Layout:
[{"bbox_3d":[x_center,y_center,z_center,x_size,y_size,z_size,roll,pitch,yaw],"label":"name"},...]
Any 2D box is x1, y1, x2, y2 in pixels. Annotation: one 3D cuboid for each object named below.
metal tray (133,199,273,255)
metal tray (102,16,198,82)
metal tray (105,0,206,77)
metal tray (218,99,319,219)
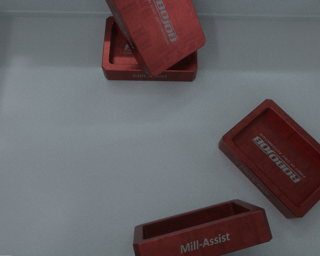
[{"bbox_3d":[0.039,0.112,0.332,0.131,0.090,0.030,-13,84,-5],"label":"metal tray"},{"bbox_3d":[-0.013,-0.115,0.448,0.131,0.030,0.090,1,70,0],"label":"metal tray"},{"bbox_3d":[-0.006,-0.141,0.381,0.090,0.130,0.030,-35,32,-12],"label":"metal tray"},{"bbox_3d":[0.152,0.037,0.395,0.090,0.030,0.130,-39,75,-13],"label":"metal tray"}]
